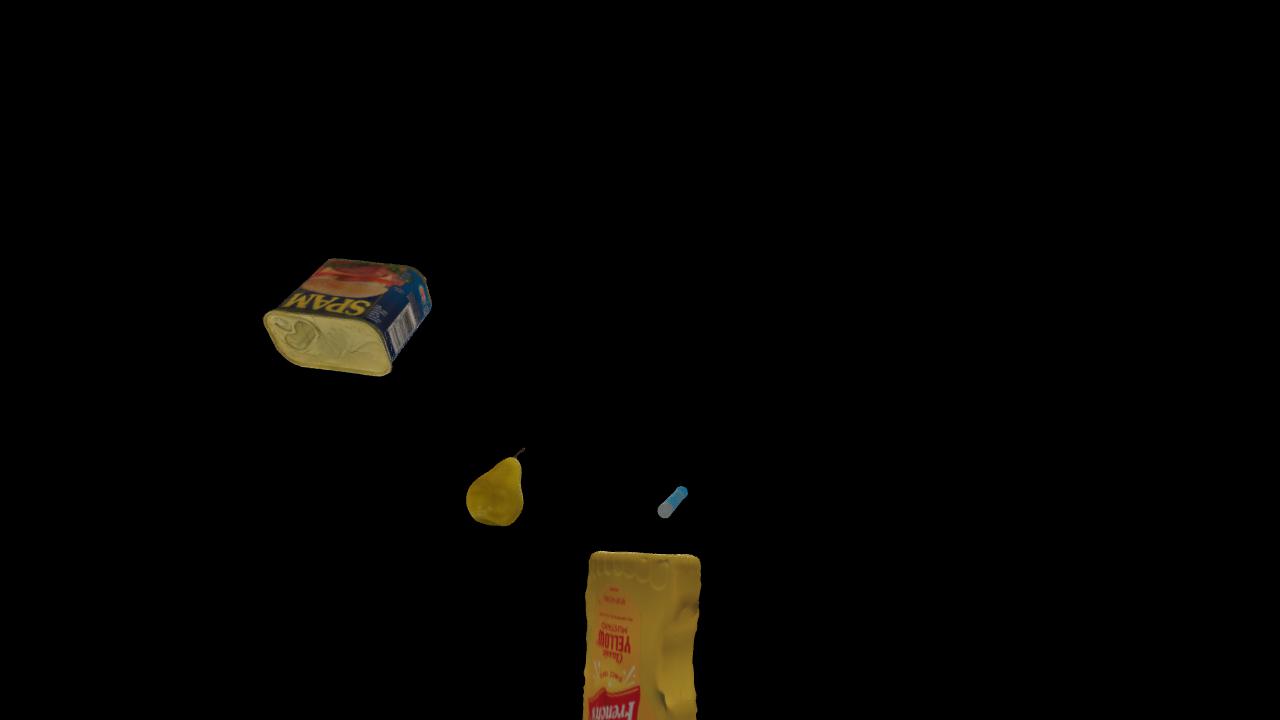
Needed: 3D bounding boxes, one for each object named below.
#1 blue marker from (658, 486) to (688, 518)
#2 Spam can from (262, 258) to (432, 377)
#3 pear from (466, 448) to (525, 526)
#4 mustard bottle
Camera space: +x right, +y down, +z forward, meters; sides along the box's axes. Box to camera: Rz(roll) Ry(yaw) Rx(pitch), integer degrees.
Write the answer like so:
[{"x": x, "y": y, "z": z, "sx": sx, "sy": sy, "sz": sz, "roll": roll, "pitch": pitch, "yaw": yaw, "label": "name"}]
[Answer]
[{"x": 0.047, "y": 0.196, "z": 0.854, "sx": 0.020, "sy": 0.020, "sz": 0.121, "roll": 0, "pitch": 0, "yaw": 15, "label": "blue marker"}, {"x": -0.238, "y": -0.038, "z": 0.513, "sx": 0.101, "sy": 0.058, "sz": 0.085, "roll": 7, "pitch": 41, "yaw": 8, "label": "Spam can"}, {"x": -0.195, "y": 0.172, "z": 0.855, "sx": 0.080, "sy": 0.111, "sz": 0.080, "roll": 9, "pitch": -28, "yaw": 5, "label": "pear"}, {"x": -0.001, "y": 0.221, "z": 0.398, "sx": 0.092, "sy": 0.184, "sz": 0.054, "roll": -13, "pitch": -23, "yaw": 40, "label": "mustard bottle"}]
